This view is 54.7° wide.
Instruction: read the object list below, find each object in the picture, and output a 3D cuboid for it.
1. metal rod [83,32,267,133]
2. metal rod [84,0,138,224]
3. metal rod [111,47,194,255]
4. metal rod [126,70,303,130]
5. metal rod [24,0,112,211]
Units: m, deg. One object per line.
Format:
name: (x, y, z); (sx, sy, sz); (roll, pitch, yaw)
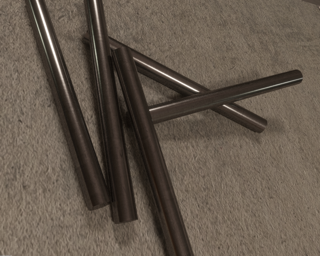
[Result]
metal rod: (0.031, -0.066, 0.462); (0.301, 0.025, 0.025); (26, 53, -13)
metal rod: (-0.064, -0.039, 0.375); (0.025, 0.025, 0.299); (-1, 68, -29)
metal rod: (-0.006, 0.043, 0.353); (0.025, 0.025, 0.299); (-8, 73, -32)
metal rod: (0.094, -0.047, 0.452); (0.302, 0.025, 0.025); (-16, 70, -24)
metal rod: (-0.117, -0.049, 0.371); (0.025, 0.025, 0.299); (-10, 67, -33)
